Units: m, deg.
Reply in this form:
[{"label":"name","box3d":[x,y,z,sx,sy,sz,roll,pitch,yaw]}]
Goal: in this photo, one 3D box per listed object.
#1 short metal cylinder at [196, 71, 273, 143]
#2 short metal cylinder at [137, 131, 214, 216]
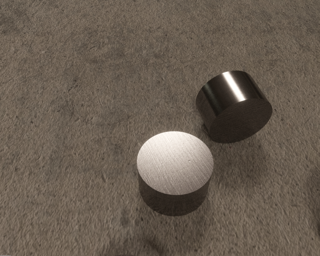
[{"label":"short metal cylinder","box3d":[0.092,-0.025,0.390,0.081,0.080,0.050,-11,51,-10]},{"label":"short metal cylinder","box3d":[0.016,0.050,0.345,0.081,0.050,0.080,0,50,0]}]
